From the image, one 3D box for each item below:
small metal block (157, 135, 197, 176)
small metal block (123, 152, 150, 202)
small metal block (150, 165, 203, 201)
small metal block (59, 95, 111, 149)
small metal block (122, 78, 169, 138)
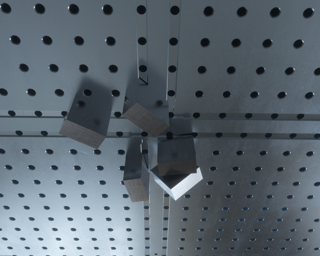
[{"bbox_3d":[0.023,0.037,0.426,0.050,0.050,0.025,-5,128,4],"label":"small metal block"},{"bbox_3d":[-0.033,0.073,0.457,0.025,0.050,0.050,-8,130,7],"label":"small metal block"},{"bbox_3d":[0.023,0.066,0.438,0.050,0.050,0.025,-35,131,-18],"label":"small metal block"},{"bbox_3d":[-0.092,-0.008,0.388,0.050,0.050,0.025,25,126,-20],"label":"small metal block"},{"bbox_3d":[-0.016,-0.024,0.374,0.050,0.050,0.025,36,121,-27],"label":"small metal block"}]
